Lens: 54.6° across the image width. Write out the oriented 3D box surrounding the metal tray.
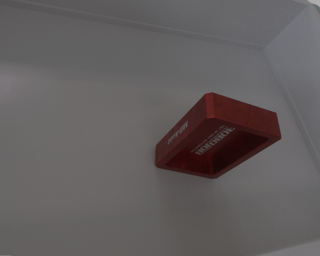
[{"bbox_3d":[0.061,0.017,0.360,0.091,0.129,0.030,14,56,-20],"label":"metal tray"}]
